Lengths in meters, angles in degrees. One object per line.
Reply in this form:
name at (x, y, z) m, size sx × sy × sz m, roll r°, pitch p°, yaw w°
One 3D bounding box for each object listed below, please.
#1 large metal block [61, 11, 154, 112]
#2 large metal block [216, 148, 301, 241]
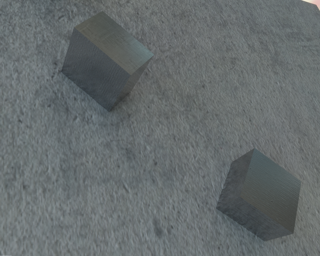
large metal block at (-0.067, -0.080, 0.382) m, size 0.080 × 0.080 × 0.050 m, roll 40°, pitch 51°, yaw -1°
large metal block at (0.131, 0.087, 0.407) m, size 0.080 × 0.050 × 0.080 m, roll 35°, pitch 51°, yaw -5°
